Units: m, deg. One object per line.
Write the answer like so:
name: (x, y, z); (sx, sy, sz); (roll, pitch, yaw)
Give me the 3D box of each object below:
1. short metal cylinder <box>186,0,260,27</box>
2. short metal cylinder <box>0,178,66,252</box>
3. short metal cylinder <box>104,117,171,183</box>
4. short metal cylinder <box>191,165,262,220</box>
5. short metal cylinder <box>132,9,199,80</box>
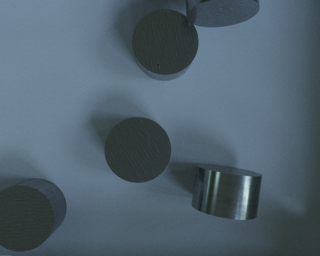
short metal cylinder: (0.069, -0.153, 0.349); (0.081, 0.080, 0.050); (-3, 87, -1)
short metal cylinder: (-0.168, 0.109, 0.397); (0.081, 0.050, 0.079); (0, 90, -1)
short metal cylinder: (-0.027, 0.026, 0.399); (0.081, 0.050, 0.079); (0, 90, -1)
short metal cylinder: (0.082, 0.077, 0.385); (0.081, 0.080, 0.050); (7, 90, -1)
short metal cylinder: (0.006, -0.104, 0.399); (0.081, 0.050, 0.079); (0, 90, -1)
